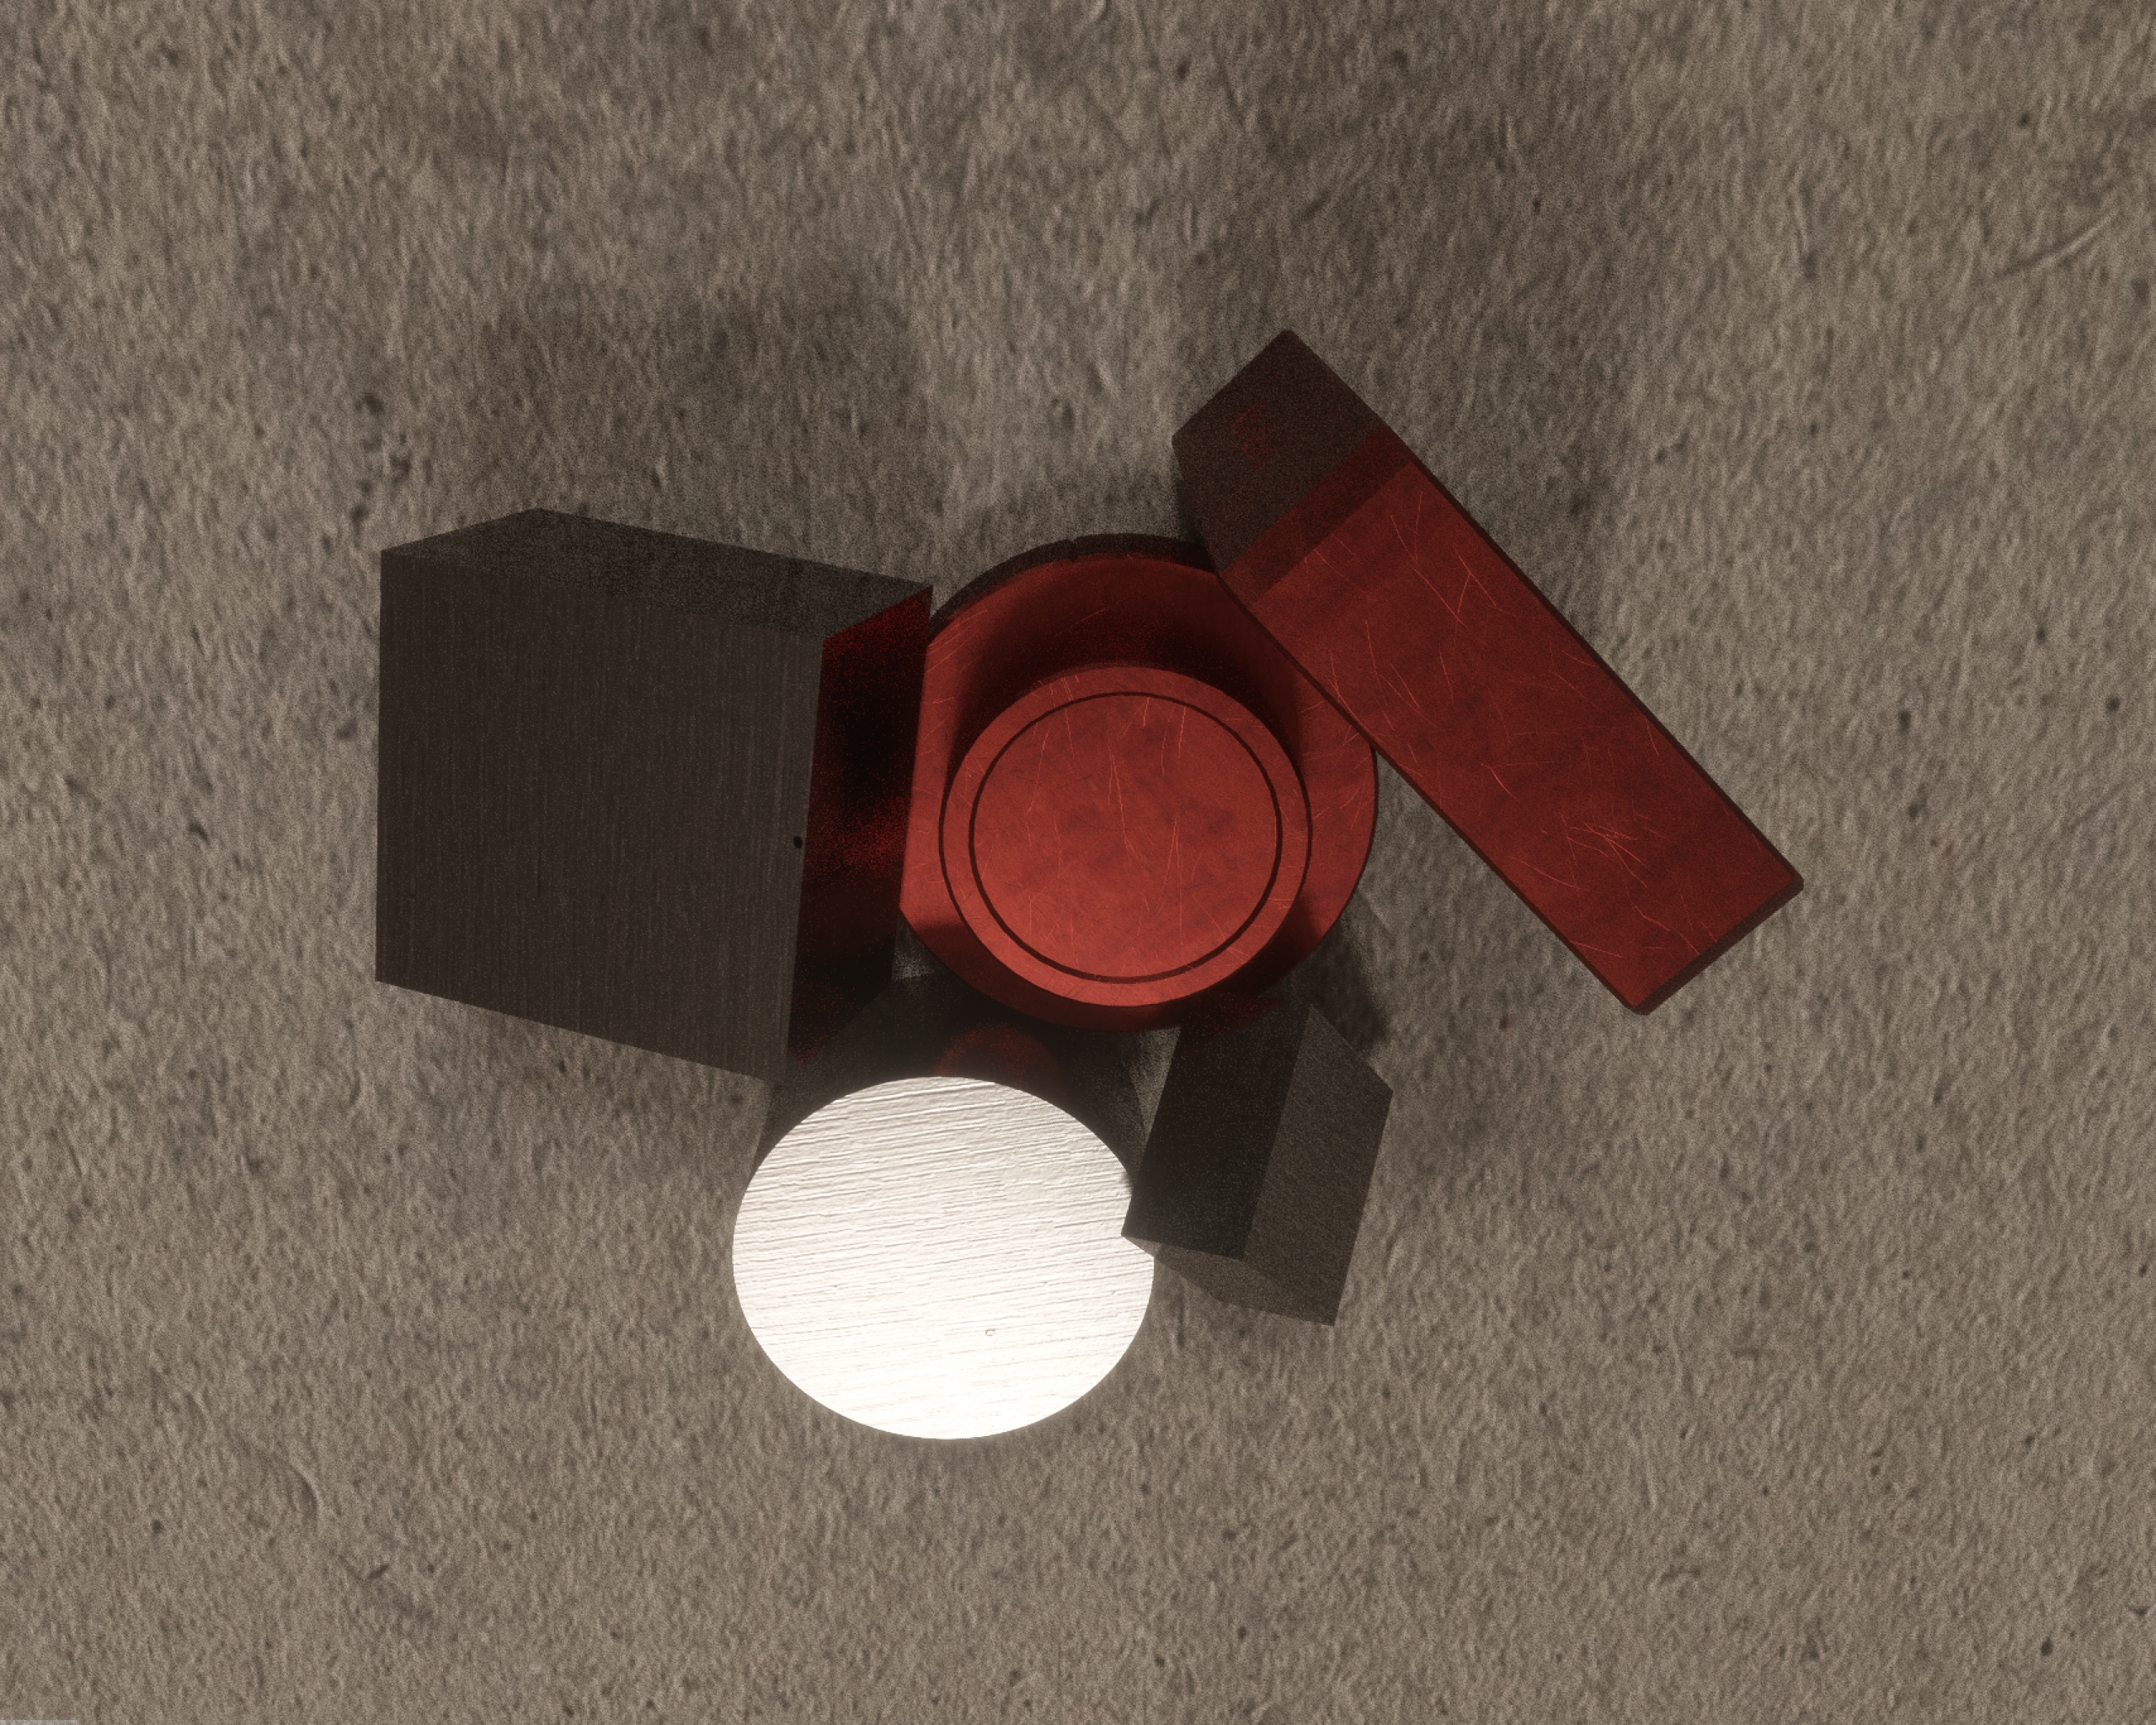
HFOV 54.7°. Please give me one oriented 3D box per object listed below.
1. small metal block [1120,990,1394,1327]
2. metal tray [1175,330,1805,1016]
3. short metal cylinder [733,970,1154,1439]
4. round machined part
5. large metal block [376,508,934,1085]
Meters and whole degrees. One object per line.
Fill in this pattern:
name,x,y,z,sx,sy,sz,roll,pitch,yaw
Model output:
small metal block,0.037,0.058,0.408,0.025,0.050,0.050,6,158,30
metal tray,0.060,-0.038,0.341,0.030,0.130,0.090,-43,105,14
short metal cylinder,-0.026,0.068,0.423,0.081,0.050,0.079,0,110,-1
round machined part,0.009,-0.011,0.399,0.099,0.042,0.097,0,110,-1
large metal block,-0.077,-0.014,0.378,0.080,0.050,0.079,13,111,13
